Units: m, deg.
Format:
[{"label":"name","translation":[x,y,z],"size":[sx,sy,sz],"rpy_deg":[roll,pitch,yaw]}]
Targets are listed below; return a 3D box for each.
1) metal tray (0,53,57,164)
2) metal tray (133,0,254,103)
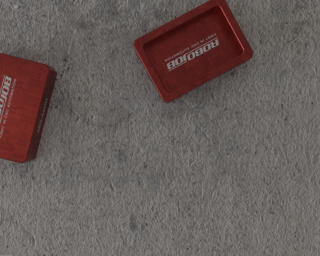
[{"label":"metal tray","translation":[-0.198,-0.027,0.406],"size":[0.091,0.030,0.129],"rpy_deg":[14,90,0]},{"label":"metal tray","translation":[0.042,-0.101,0.407],"size":[0.130,0.030,0.090],"rpy_deg":[-28,90,0]}]
